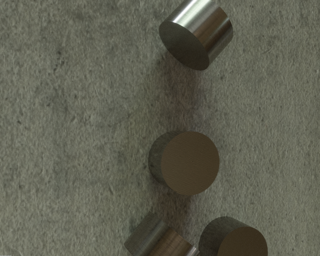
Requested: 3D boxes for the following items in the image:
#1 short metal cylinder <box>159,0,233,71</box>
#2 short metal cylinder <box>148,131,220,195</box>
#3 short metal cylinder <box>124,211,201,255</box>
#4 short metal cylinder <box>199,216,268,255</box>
[{"bbox_3d":[0.046,-0.120,0.398,0.080,0.080,0.050,44,76,-15],"label":"short metal cylinder"},{"bbox_3d":[0.030,0.044,0.408,0.081,0.050,0.079,0,90,-21],"label":"short metal cylinder"},{"bbox_3d":[0.003,0.148,0.382,0.080,0.080,0.050,43,76,-15],"label":"short metal cylinder"},{"bbox_3d":[0.102,0.171,0.435,0.081,0.050,0.079,0,90,-21],"label":"short metal cylinder"}]
